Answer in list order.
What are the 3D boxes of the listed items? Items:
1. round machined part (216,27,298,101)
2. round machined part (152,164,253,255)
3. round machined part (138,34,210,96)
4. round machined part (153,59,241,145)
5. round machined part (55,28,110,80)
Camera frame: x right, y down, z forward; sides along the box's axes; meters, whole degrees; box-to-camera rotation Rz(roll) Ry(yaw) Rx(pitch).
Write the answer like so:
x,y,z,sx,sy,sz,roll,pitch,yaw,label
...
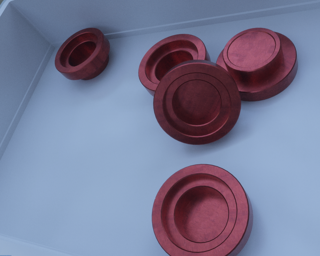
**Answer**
x,y,z,sx,sy,sz,roll,pitch,yaw,label
0.117,-0.085,0.385,0.098,0.042,0.098,-13,56,20,round machined part
0.045,0.090,0.316,0.098,0.042,0.098,-13,56,20,round machined part
0.023,-0.079,0.430,0.098,0.042,0.098,-13,56,20,round machined part
0.044,-0.032,0.368,0.098,0.098,0.042,-21,17,15,round machined part
-0.128,-0.122,0.534,0.098,0.042,0.098,-13,56,20,round machined part
